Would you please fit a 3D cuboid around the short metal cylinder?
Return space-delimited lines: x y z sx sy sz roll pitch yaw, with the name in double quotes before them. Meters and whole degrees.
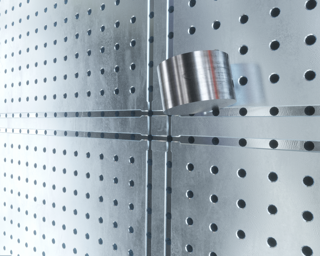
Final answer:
"short metal cylinder" 0.040 -0.047 0.342 0.080 0.081 0.050 -13 82 39
